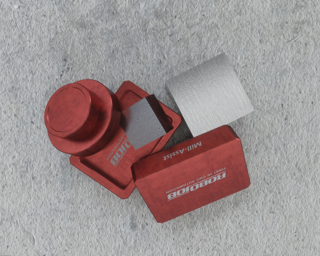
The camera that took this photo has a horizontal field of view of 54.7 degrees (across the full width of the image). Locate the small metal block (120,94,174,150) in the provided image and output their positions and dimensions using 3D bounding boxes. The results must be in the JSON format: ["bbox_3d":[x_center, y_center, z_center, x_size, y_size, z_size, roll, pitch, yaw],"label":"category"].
[{"bbox_3d":[-0.019,-0.007,0.388,0.050,0.025,0.050,-29,93,28],"label":"small metal block"}]

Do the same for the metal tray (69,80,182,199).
[{"bbox_3d":[-0.043,0.015,0.407,0.090,0.030,0.130,35,90,0],"label":"metal tray"}]

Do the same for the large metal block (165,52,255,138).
[{"bbox_3d":[0.060,-0.039,0.399,0.080,0.050,0.080,-27,90,0],"label":"large metal block"}]

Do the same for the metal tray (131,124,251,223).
[{"bbox_3d":[0.041,0.060,0.386,0.131,0.030,0.090,-23,126,0],"label":"metal tray"}]

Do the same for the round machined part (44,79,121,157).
[{"bbox_3d":[-0.101,-0.016,0.381,0.098,0.042,0.098,-8,70,22],"label":"round machined part"}]
